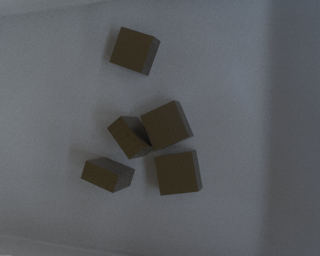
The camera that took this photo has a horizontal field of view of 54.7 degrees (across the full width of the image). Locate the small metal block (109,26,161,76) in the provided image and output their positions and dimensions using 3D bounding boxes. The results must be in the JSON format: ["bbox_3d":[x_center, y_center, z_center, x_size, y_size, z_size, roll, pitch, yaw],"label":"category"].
[{"bbox_3d":[-0.034,-0.104,0.422,0.050,0.025,0.050,22,97,18],"label":"small metal block"}]

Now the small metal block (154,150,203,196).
[{"bbox_3d":[0.024,0.058,0.401,0.050,0.025,0.050,-11,87,19],"label":"small metal block"}]

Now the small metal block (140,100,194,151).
[{"bbox_3d":[0.010,-0.003,0.406,0.050,0.025,0.050,-24,82,18],"label":"small metal block"}]

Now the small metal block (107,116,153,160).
[{"bbox_3d":[-0.035,0.012,0.409,0.025,0.050,0.050,-40,78,15],"label":"small metal block"}]

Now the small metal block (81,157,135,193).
[{"bbox_3d":[-0.069,0.062,0.421,0.050,0.050,0.025,20,97,18],"label":"small metal block"}]
